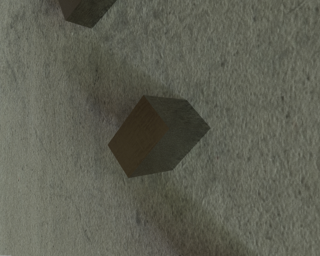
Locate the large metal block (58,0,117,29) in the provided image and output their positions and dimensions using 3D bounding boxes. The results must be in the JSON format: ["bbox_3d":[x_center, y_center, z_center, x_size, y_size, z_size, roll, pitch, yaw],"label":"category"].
[{"bbox_3d":[-0.115,-0.218,0.481,0.080,0.050,0.080,-34,69,34],"label":"large metal block"}]

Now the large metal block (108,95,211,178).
[{"bbox_3d":[-0.001,0.010,0.368,0.080,0.081,0.050,-51,60,27],"label":"large metal block"}]
